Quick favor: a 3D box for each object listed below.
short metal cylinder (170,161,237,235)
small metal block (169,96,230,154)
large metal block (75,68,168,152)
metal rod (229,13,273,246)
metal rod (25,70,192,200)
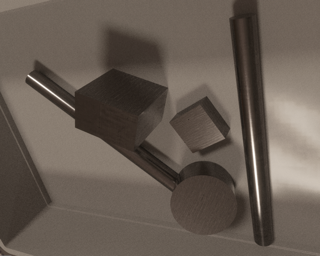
[{"bbox_3d":[0.057,0.089,0.399,0.080,0.050,0.079,2,104,9],"label":"short metal cylinder"},{"bbox_3d":[0.049,-0.003,0.380,0.050,0.025,0.050,-30,102,37],"label":"small metal block"},{"bbox_3d":[-0.046,-0.025,0.380,0.080,0.080,0.050,21,126,15],"label":"large metal block"},{"bbox_3d":[0.111,0.023,0.363,0.025,0.025,0.298,1,119,27],"label":"metal rod"},{"bbox_3d":[-0.069,0.013,0.450,0.301,0.025,0.025,36,129,3],"label":"metal rod"}]
